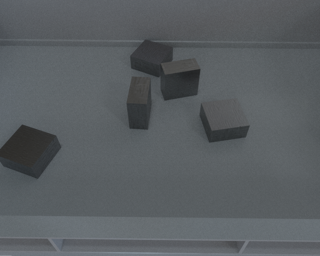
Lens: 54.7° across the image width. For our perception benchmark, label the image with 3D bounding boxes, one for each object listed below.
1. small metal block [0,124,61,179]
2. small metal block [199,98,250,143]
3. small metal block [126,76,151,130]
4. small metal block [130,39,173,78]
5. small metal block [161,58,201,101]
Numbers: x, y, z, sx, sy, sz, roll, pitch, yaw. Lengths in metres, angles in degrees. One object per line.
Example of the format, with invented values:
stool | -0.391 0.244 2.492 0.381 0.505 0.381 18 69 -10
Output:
small metal block | -0.160 0.028 0.380 0.050 0.025 0.050 17 52 13
small metal block | 0.085 -0.011 0.415 0.050 0.025 0.050 -8 51 -7
small metal block | -0.027 -0.033 0.416 0.025 0.050 0.050 3 50 3
small metal block | -0.013 -0.113 0.500 0.050 0.025 0.050 21 53 17
small metal block | 0.028 -0.070 0.448 0.050 0.050 0.025 -11 51 -9
